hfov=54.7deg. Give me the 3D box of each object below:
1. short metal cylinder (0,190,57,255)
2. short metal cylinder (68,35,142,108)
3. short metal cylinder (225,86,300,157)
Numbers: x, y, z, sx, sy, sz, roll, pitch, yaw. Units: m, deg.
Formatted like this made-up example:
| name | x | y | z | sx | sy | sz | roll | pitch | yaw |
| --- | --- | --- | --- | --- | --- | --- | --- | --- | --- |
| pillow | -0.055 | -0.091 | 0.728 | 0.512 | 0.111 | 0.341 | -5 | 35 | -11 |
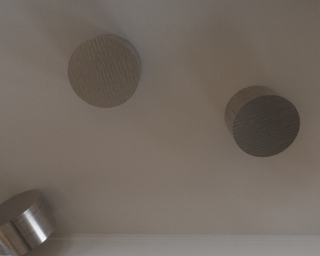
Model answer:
| name | x | y | z | sx | sy | sz | roll | pitch | yaw |
| --- | --- | --- | --- | --- | --- | --- | --- | --- | --- |
| short metal cylinder | -0.193 | 0.130 | 0.428 | 0.080 | 0.080 | 0.050 | -20 | 109 | 7 |
| short metal cylinder | -0.063 | -0.069 | 0.372 | 0.081 | 0.050 | 0.079 | 0 | 110 | 0 |
| short metal cylinder | 0.128 | -0.010 | 0.395 | 0.081 | 0.050 | 0.079 | 0 | 110 | 0 |
